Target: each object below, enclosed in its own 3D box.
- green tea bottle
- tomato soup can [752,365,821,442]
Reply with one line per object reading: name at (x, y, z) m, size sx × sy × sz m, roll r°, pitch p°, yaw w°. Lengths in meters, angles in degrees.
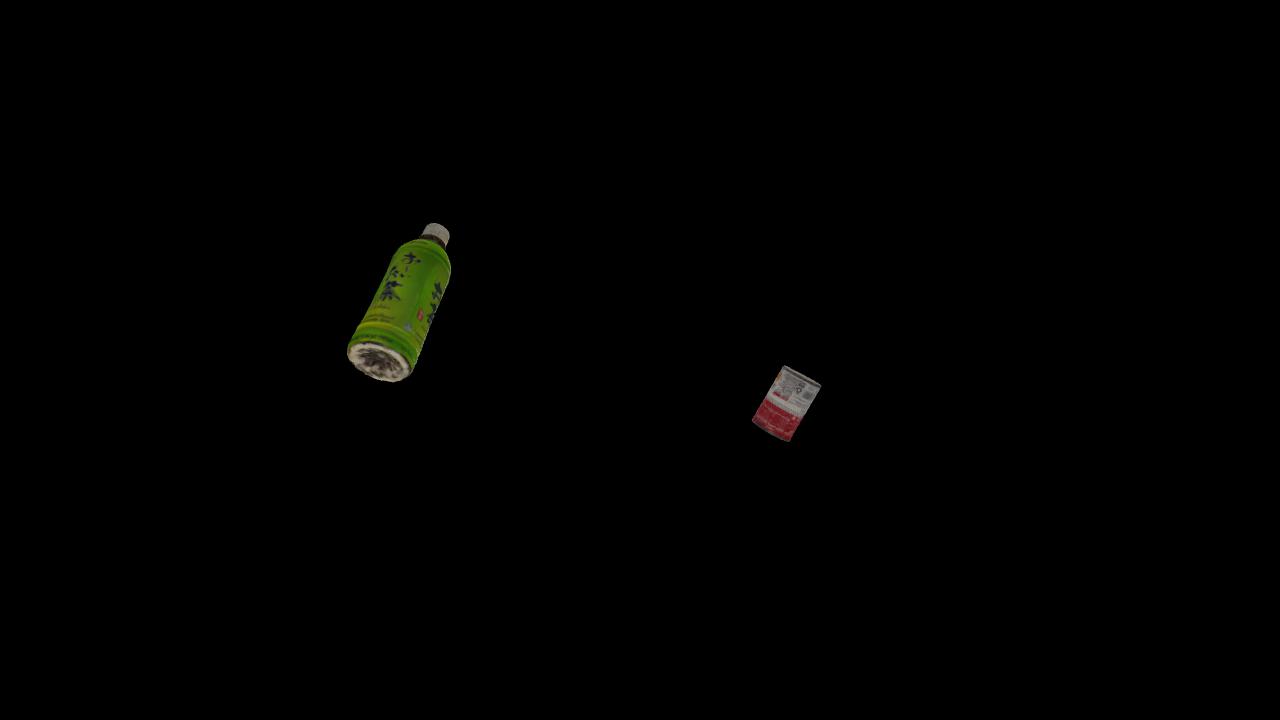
green tea bottle at (-0.263, -0.077, 0.704) m, size 0.073 × 0.212 × 0.073 m, roll 3°, pitch -38°, yaw 2°
tomato soup can at (0.228, 0.067, 0.958) m, size 0.068 × 0.101 × 0.068 m, roll 27°, pitch 9°, yaw -5°
